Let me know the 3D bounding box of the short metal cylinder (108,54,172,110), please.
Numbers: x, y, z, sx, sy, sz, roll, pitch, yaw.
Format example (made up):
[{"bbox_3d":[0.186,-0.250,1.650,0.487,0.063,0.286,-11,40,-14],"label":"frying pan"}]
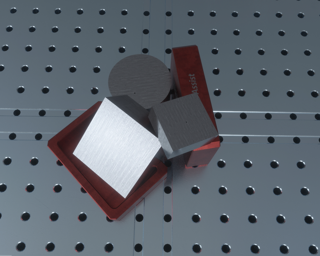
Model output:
[{"bbox_3d":[-0.026,-0.051,0.417,0.081,0.050,0.080,0,70,0],"label":"short metal cylinder"}]

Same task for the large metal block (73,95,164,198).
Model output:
[{"bbox_3d":[-0.039,0.018,0.358,0.080,0.050,0.080,38,110,12],"label":"large metal block"}]

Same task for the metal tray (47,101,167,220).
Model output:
[{"bbox_3d":[-0.065,0.040,0.393,0.090,0.030,0.130,-41,76,-14],"label":"metal tray"}]

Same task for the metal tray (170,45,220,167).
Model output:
[{"bbox_3d":[0.039,-0.025,0.387,0.030,0.090,0.129,-9,70,-3],"label":"metal tray"}]

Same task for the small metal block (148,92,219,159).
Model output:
[{"bbox_3d":[0.023,-0.003,0.313,0.050,0.025,0.050,-19,71,-19],"label":"small metal block"}]
